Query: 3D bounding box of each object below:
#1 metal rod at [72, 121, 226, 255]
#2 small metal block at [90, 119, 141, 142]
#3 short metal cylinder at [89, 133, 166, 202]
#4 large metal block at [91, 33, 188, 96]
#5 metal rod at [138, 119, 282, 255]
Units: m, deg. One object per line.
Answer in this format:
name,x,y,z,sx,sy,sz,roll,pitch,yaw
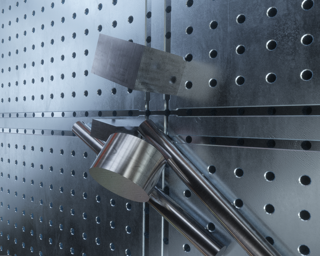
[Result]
metal rod,-0.034,0.071,0.435,0.300,0.025,0.025,36,112,34
small metal block,-0.062,0.005,0.442,0.050,0.050,0.025,16,100,38
short metal cylinder,-0.040,0.050,0.385,0.080,0.080,0.050,0,51,39
large metal block,-0.026,-0.080,0.393,0.080,0.081,0.050,26,106,37
metal rod,0.070,0.092,0.349,0.300,0.025,0.025,46,117,30
